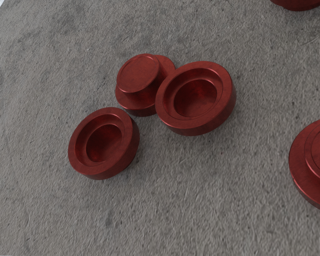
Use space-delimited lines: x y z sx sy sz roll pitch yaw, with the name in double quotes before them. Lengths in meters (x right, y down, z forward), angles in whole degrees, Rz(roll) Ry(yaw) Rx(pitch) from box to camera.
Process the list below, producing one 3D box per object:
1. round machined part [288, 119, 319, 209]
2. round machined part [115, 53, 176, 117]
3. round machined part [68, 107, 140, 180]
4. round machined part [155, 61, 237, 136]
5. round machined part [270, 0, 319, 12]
"round machined part" 0.171 0.029 0.285 0.098 0.042 0.098 -13 56 21
"round machined part" -0.023 -0.068 0.447 0.098 0.042 0.098 -13 56 21
"round machined part" -0.070 0.024 0.415 0.098 0.042 0.098 -13 56 21
"round machined part" 0.047 -0.033 0.388 0.098 0.042 0.098 -13 56 21
"round machined part" 0.192 -0.195 0.412 0.098 0.042 0.098 -13 56 21
